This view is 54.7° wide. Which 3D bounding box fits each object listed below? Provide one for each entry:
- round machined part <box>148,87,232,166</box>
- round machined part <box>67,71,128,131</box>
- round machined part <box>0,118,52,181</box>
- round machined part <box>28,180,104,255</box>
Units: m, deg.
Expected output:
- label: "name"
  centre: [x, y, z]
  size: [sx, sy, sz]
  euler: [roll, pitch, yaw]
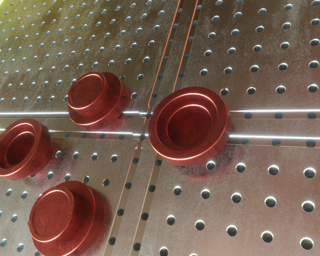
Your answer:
- label: "round machined part"
  centre: [0.039, 0.001, 0.375]
  size: [0.098, 0.042, 0.098]
  euler: [-13, 56, 20]
- label: "round machined part"
  centre: [-0.102, -0.048, 0.478]
  size: [0.098, 0.042, 0.098]
  euler: [-13, 56, 20]
- label: "round machined part"
  centre: [-0.210, 0.036, 0.483]
  size: [0.098, 0.042, 0.098]
  euler: [-13, 56, 20]
- label: "round machined part"
  centre: [-0.124, 0.113, 0.392]
  size: [0.098, 0.042, 0.098]
  euler: [-13, 56, 20]
